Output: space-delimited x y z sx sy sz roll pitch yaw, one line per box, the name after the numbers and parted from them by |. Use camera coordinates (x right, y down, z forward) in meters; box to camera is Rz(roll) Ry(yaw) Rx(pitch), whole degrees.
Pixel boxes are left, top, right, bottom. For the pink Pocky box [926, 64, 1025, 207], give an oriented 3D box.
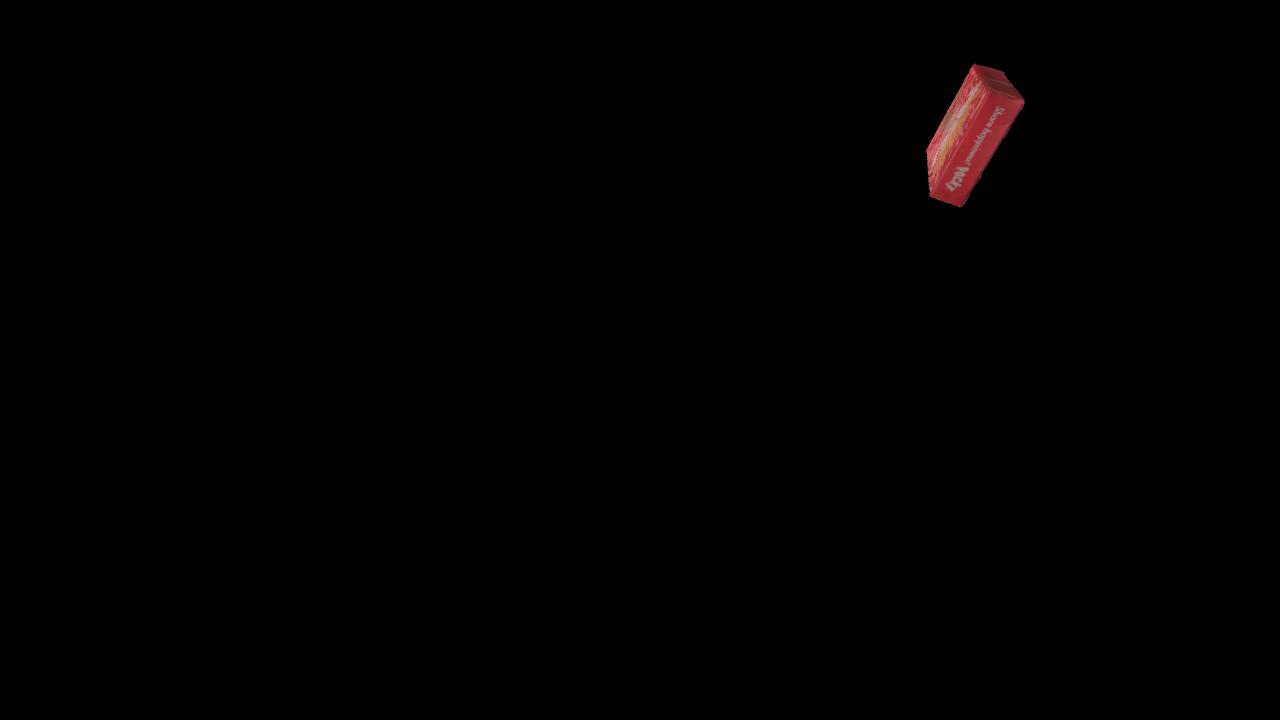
0.274 -0.192 0.513 0.029 0.084 0.155 24 37 8 | pink Pocky box
